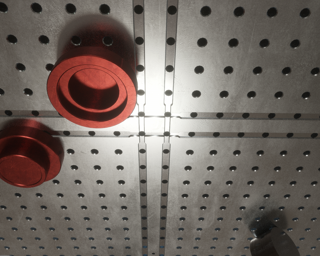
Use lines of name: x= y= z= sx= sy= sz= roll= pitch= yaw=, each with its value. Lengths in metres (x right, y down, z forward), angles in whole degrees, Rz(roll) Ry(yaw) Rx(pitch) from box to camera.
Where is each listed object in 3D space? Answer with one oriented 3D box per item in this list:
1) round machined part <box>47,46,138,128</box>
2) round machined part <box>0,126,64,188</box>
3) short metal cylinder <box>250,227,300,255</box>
round machined part: x=-0.074 y=-0.050 z=0.357 sx=0.099 sy=0.042 sz=0.097 roll=-1 pitch=130 yaw=0
round machined part: x=-0.191 y=0.048 z=0.438 sx=0.099 sy=0.042 sz=0.097 roll=-1 pitch=130 yaw=0
short metal cylinder: x=0.216 y=0.234 z=0.579 sx=0.080 sy=0.080 sz=0.050 roll=30 pitch=124 yaw=-24
